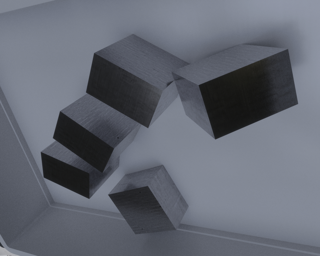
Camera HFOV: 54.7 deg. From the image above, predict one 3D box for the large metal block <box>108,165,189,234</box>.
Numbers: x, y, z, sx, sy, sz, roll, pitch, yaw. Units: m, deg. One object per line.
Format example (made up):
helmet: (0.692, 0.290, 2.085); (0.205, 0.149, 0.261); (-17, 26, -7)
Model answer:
large metal block: (-0.017, 0.110, 0.470); (0.080, 0.050, 0.080); (-20, 108, 35)

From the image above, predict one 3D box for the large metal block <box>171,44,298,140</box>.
large metal block: (0.066, -0.039, 0.293); (0.080, 0.080, 0.050); (-23, 111, -6)

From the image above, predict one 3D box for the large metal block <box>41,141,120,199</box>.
large metal block: (-0.116, 0.047, 0.464); (0.080, 0.080, 0.050); (21, 126, 16)

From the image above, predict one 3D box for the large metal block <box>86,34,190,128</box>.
large metal block: (-0.022, -0.056, 0.350); (0.080, 0.080, 0.050); (30, 128, 9)

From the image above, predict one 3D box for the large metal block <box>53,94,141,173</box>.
large metal block: (-0.080, 0.000, 0.415); (0.080, 0.080, 0.050); (34, 129, 5)
